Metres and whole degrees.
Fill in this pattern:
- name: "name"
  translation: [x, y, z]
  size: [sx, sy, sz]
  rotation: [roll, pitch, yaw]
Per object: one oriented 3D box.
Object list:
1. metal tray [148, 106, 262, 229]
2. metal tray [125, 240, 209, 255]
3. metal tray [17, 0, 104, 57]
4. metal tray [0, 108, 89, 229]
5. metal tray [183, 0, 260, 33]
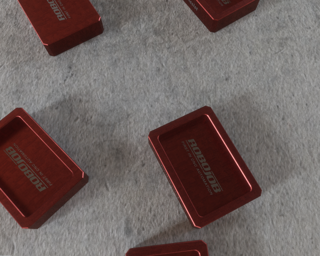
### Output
- name: "metal tray"
  translation: [0.053, 0.047, 0.388]
  size: [0.091, 0.030, 0.130]
  rotation: [-25, 72, -9]
- name: "metal tray"
  translation: [0.014, 0.194, 0.334]
  size: [0.091, 0.030, 0.129]
  rotation: [-6, 70, -3]
- name: "metal tray"
  translation: [-0.156, -0.182, 0.470]
  size: [0.090, 0.030, 0.130]
  rotation: [-30, 73, -11]
- name: "metal tray"
  translation: [-0.166, 0.048, 0.385]
  size: [0.130, 0.030, 0.090]
  rotation: [43, 75, 13]
- name: "metal tray"
  translation: [0.082, -0.222, 0.487]
  size: [0.090, 0.030, 0.130]
  rotation: [-32, 73, -11]
